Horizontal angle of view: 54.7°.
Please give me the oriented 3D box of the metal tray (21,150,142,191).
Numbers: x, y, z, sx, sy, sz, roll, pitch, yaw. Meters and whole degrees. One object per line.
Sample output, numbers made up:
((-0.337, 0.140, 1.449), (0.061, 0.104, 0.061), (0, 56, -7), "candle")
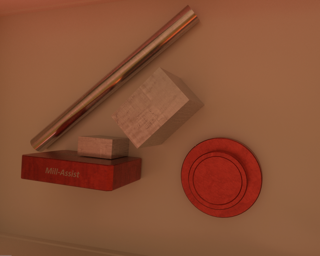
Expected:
((-0.101, 0.052, 0.410), (0.130, 0.090, 0.030), (4, 92, 19), "metal tray")

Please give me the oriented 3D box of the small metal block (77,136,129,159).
((-0.076, 0.025, 0.423), (0.050, 0.050, 0.025), (4, 92, 19), "small metal block")

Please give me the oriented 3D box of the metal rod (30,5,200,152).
((-0.072, -0.060, 0.434), (0.300, 0.025, 0.025), (-37, 79, 16), "metal rod")

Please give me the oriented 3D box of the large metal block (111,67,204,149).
((0.001, -0.022, 0.380), (0.080, 0.080, 0.050), (-43, 77, 15), "large metal block")

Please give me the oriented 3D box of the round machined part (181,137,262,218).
((0.072, 0.060, 0.376), (0.098, 0.042, 0.097), (0, 90, 19), "round machined part")
